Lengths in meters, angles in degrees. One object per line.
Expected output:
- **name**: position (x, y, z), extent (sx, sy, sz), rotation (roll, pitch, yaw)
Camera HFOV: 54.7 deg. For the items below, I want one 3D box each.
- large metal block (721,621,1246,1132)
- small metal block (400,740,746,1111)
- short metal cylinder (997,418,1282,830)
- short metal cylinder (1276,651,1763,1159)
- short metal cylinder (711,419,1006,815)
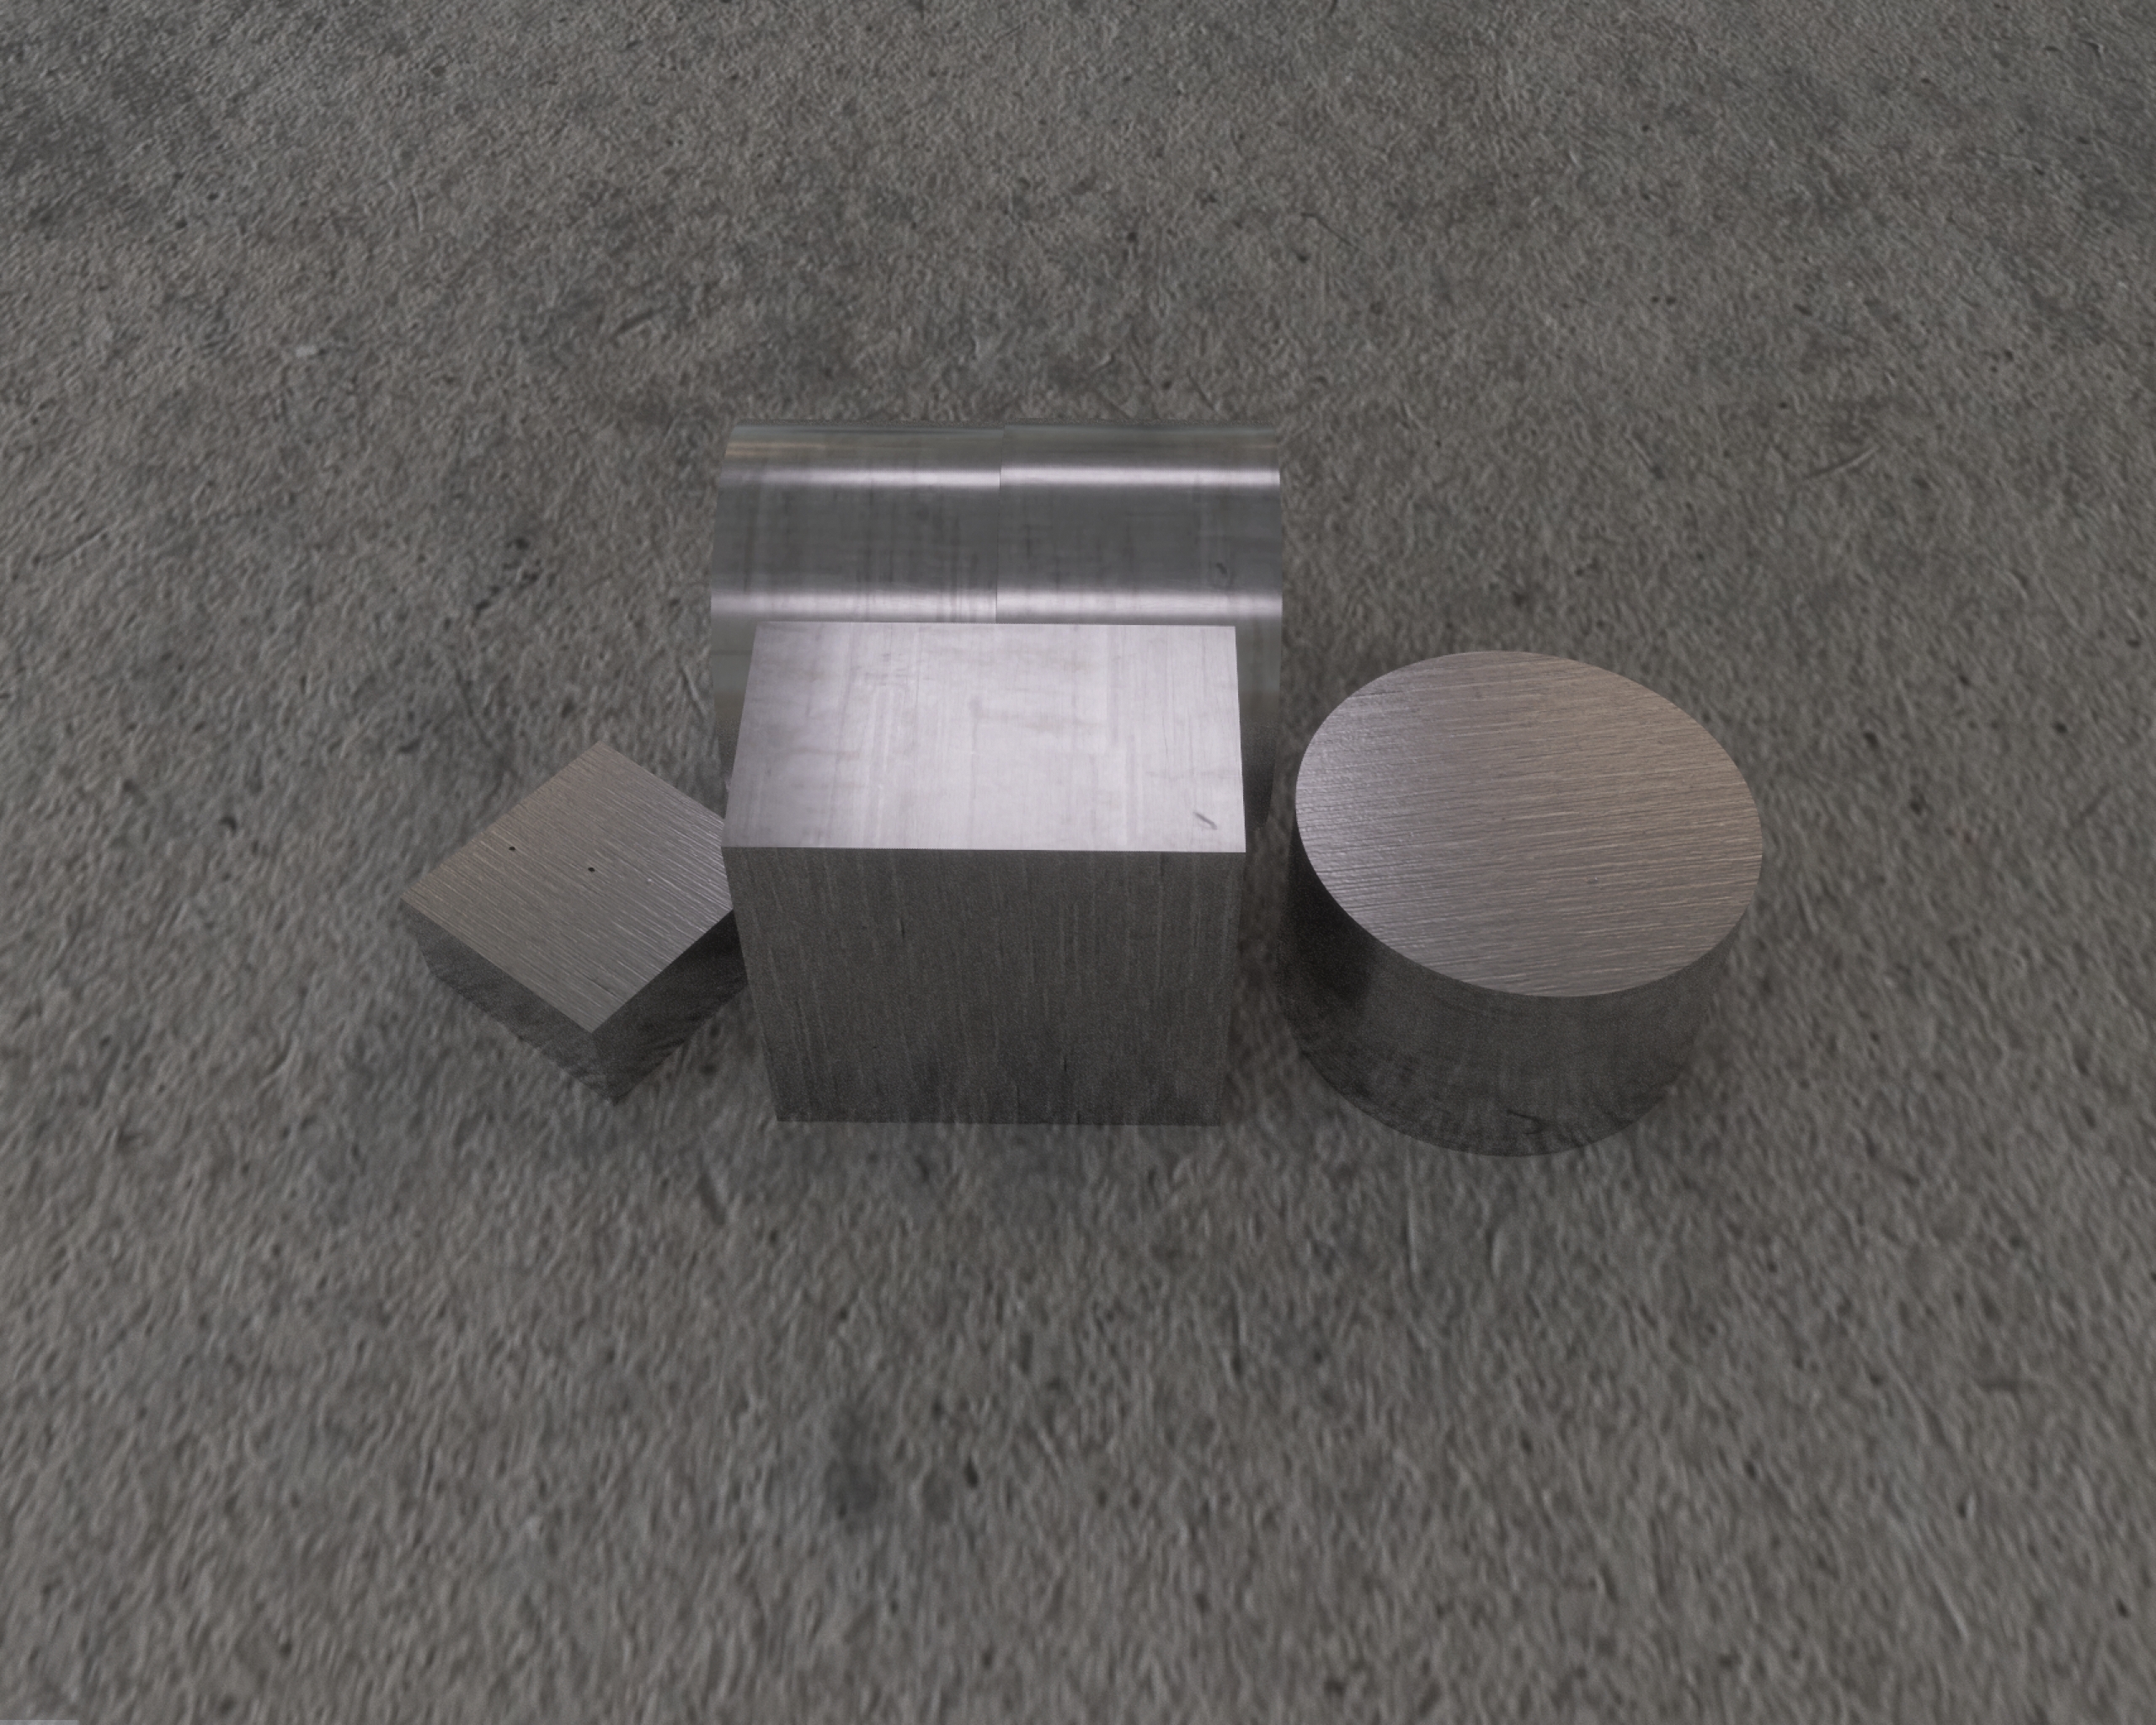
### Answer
- **large metal block**: position (-0.014, 0.004, 0.366), extent (0.081, 0.080, 0.050), rotation (1, 50, 0)
- **small metal block**: position (-0.089, 0.011, 0.396), extent (0.050, 0.025, 0.050), rotation (31, 56, 23)
- **short metal cylinder**: position (0.011, -0.046, 0.408), extent (0.050, 0.080, 0.080), rotation (1, 50, 0)
- **short metal cylinder**: position (0.078, 0.007, 0.383), extent (0.081, 0.050, 0.080), rotation (0, 50, 0)
- **short metal cylinder**: position (-0.039, -0.046, 0.408), extent (0.050, 0.080, 0.080), rotation (1, 50, 0)
